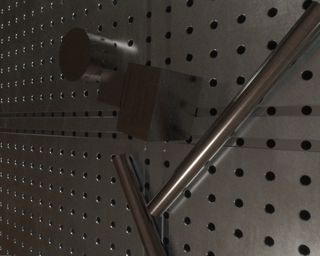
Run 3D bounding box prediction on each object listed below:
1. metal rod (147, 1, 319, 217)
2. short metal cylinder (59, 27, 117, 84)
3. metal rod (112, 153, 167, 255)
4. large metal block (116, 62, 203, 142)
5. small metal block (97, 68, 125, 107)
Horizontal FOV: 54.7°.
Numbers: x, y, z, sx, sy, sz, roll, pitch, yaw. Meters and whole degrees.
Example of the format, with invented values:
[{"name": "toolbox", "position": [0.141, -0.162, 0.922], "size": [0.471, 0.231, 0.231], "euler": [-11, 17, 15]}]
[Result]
[{"name": "metal rod", "position": [0.072, 0.000, 0.348], "size": [0.025, 0.025, 0.298], "euler": [50, 119, 28]}, {"name": "short metal cylinder", "position": [-0.113, -0.110, 0.483], "size": [0.080, 0.050, 0.079], "euler": [0, 90, 39]}, {"name": "metal rod", "position": [-0.002, 0.173, 0.409], "size": [0.025, 0.025, 0.299], "euler": [-36, 68, 34]}, {"name": "large metal block", "position": [0.001, -0.030, 0.371], "size": [0.050, 0.081, 0.079], "euler": [19, 102, 38]}, {"name": "small metal block", "position": [-0.064, -0.059, 0.460], "size": [0.050, 0.025, 0.050], "euler": [18, 101, 38]}]
